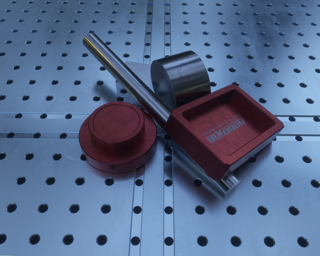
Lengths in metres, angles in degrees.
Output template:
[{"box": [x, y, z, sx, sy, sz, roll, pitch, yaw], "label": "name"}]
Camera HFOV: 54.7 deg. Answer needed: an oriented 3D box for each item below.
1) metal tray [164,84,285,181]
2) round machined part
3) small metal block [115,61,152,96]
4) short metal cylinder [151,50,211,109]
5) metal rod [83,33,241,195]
[{"box": [0.081, -0.001, 0.379, 0.131, 0.030, 0.090, -25, 61, -39], "label": "metal tray"}, {"box": [-0.053, 0.004, 0.391, 0.099, 0.042, 0.098, 0, 50, 0], "label": "round machined part"}, {"box": [-0.034, -0.073, 0.469, 0.050, 0.025, 0.050, 10, 51, 8], "label": "small metal block"}, {"box": [0.026, -0.060, 0.422, 0.050, 0.080, 0.080, -20, 53, -16], "label": "short metal cylinder"}, {"box": [-0.011, -0.033, 0.413, 0.025, 0.025, 0.300, -33, 65, -24], "label": "metal rod"}]
